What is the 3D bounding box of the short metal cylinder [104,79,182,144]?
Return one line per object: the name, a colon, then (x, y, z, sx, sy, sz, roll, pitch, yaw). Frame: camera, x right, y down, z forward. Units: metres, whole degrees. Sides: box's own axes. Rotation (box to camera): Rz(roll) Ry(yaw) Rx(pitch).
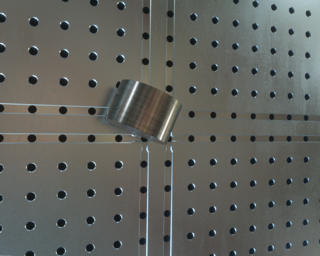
short metal cylinder: (-0.020, -0.018, 0.376, 0.080, 0.080, 0.050, 25, 82, -18)
